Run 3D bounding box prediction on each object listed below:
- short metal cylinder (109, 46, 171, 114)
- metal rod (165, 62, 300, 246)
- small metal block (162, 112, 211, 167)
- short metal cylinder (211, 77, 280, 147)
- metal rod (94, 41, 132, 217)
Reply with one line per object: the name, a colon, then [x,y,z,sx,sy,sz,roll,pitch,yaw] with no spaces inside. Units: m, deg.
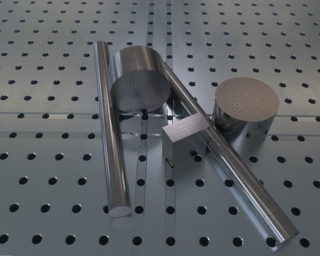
short metal cylinder: [-0.029,-0.065,0.426,0.081,0.080,0.050,-7,51,-6]
metal rod: [0.066,0.009,0.400,0.025,0.025,0.300,-20,53,-16]
small metal block: [0.031,0.015,0.379,0.050,0.050,0.025,-23,54,-18]
short metal cylinder: [0.110,-0.022,0.411,0.081,0.050,0.080,0,50,0]
metal rod: [-0.071,-0.023,0.426,0.025,0.025,0.300,-8,51,-7]
